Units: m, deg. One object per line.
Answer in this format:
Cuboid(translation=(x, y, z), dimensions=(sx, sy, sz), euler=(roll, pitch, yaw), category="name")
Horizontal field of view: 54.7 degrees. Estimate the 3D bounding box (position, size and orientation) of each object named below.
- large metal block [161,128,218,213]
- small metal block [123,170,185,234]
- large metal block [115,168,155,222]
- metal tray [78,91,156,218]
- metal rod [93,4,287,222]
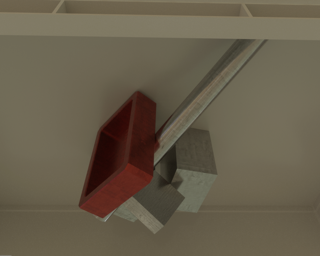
Cuboid(translation=(0.035, 0.055, 0.420), dimensions=(0.050, 0.080, 0.079), euler=(10, 129, -9), category="large metal block")
Cuboid(translation=(-0.006, 0.087, 0.367), dimensions=(0.050, 0.050, 0.025), euler=(42, 133, 6), category="small metal block")
Cuboid(translation=(-0.054, 0.073, 0.434), dimensions=(0.080, 0.080, 0.050), euler=(29, 124, -23), category="large metal block")
Cuboid(translation=(-0.046, 0.026, 0.360), dimensions=(0.030, 0.130, 0.090), euler=(34, 123, -24), category="metal tray")
Cuboid(translation=(0.022, -0.006, 0.344), dimensions=(0.025, 0.025, 0.299), euler=(34, 105, -26), category="metal rod")
